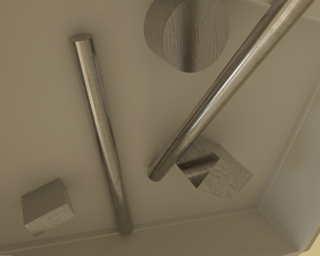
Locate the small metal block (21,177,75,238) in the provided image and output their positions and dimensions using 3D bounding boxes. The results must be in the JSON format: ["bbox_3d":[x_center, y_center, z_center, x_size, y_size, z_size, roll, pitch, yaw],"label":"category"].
[{"bbox_3d":[-0.137,0.095,0.377,0.050,0.050,0.025,-27,128,-12],"label":"small metal block"}]

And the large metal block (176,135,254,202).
[{"bbox_3d":[0.073,0.053,0.448,0.080,0.080,0.050,27,104,-38],"label":"large metal block"}]

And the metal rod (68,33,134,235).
[{"bbox_3d":[-0.066,0.032,0.393,0.025,0.025,0.298,-19,126,-18],"label":"metal rod"}]

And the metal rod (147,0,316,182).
[{"bbox_3d":[0.052,-0.020,0.345,0.025,0.025,0.298,0,144,-29],"label":"metal rod"}]

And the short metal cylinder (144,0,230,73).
[{"bbox_3d":[0.029,-0.108,0.343,0.081,0.050,0.079,-14,125,-21],"label":"short metal cylinder"}]
